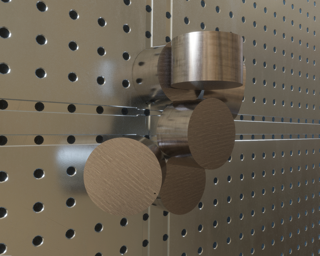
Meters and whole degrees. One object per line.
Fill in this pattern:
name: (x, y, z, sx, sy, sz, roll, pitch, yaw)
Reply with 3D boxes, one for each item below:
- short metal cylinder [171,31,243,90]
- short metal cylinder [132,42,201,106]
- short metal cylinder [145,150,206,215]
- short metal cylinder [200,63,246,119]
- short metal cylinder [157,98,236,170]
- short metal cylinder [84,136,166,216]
short metal cylinder: (0.053, -0.073, 0.350, 0.081, 0.080, 0.050, 0, 90, -40)
short metal cylinder: (0.012, -0.069, 0.402, 0.081, 0.050, 0.079, -1, 91, -40)
short metal cylinder: (0.014, 0.067, 0.403, 0.081, 0.050, 0.079, -1, 92, -40)
short metal cylinder: (0.084, -0.055, 0.434, 0.050, 0.080, 0.080, 8, 83, 1)
short metal cylinder: (0.043, 0.006, 0.362, 0.081, 0.050, 0.079, 0, 90, -40)
short metal cylinder: (-0.035, 0.048, 0.336, 0.050, 0.080, 0.079, -16, 104, -84)
